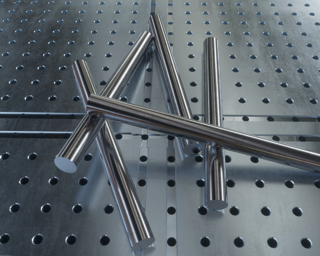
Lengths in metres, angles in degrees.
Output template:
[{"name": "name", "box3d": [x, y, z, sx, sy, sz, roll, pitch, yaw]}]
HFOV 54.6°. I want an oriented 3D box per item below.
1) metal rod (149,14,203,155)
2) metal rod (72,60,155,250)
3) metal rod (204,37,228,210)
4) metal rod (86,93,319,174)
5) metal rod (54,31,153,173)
[{"name": "metal rod", "box3d": [0.016, -0.087, 0.480, 0.025, 0.025, 0.300, -7, 50, -6]}, {"name": "metal rod", "box3d": [-0.071, 0.009, 0.399, 0.025, 0.025, 0.300, -17, 52, -14]}, {"name": "metal rod", "box3d": [0.074, -0.031, 0.433, 0.025, 0.025, 0.300, 4, 50, 3]}, {"name": "metal rod", "box3d": [0.064, 0.009, 0.364, 0.301, 0.025, 0.025, 14, 51, -2]}, {"name": "metal rod", "box3d": [-0.061, -0.059, 0.432, 0.025, 0.025, 0.301, 11, 43, 9]}]
